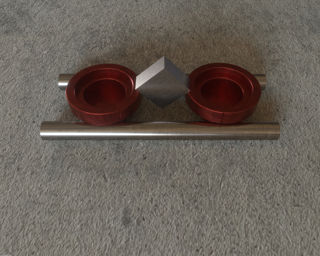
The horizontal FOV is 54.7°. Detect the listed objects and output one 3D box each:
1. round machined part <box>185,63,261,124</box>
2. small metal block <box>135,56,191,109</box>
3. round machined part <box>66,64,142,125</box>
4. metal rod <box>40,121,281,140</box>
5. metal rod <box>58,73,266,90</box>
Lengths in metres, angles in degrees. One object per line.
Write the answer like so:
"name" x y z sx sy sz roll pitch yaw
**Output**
"round machined part" 0.083 -0.042 0.423 0.099 0.042 0.098 0 50 0
"small metal block" 0.004 -0.058 0.403 0.050 0.050 0.025 -31 40 31
"round machined part" -0.074 -0.040 0.421 0.099 0.042 0.098 0 50 0
"metal rod" 0.001 0.003 0.401 0.302 0.025 0.025 0 50 0
"metal rod" 0.004 -0.069 0.462 0.302 0.025 0.025 0 50 0
